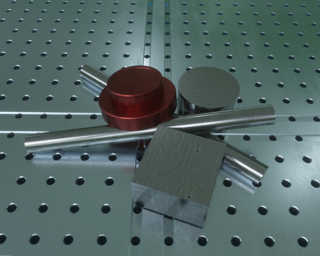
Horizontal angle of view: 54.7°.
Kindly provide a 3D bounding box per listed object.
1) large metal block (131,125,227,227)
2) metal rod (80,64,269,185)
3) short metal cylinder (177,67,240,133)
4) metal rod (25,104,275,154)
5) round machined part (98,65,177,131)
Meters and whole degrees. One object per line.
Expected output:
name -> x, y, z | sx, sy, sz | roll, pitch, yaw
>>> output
large metal block -> 0.022, 0.052, 0.345 | 0.080, 0.050, 0.080 | 16, 52, 12
metal rod -> 0.003, -0.016, 0.421 | 0.300, 0.025, 0.025 | 31, 57, 23
short metal cylinder -> 0.064, -0.039, 0.424 | 0.081, 0.050, 0.080 | 0, 50, 0
metal rod -> -0.014, 0.002, 0.382 | 0.302, 0.025, 0.025 | -7, 50, 3
round machined part -> -0.029, -0.044, 0.389 | 0.099, 0.042, 0.098 | -4, 41, 4
